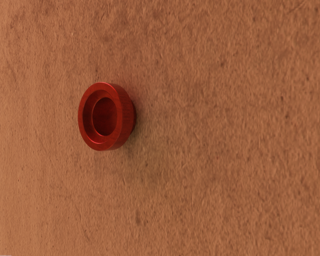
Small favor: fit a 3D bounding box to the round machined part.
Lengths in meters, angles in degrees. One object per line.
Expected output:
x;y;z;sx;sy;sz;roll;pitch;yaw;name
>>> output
-0.073;-0.016;0.452;0.098;0.042;0.097;0;90;39;round machined part
